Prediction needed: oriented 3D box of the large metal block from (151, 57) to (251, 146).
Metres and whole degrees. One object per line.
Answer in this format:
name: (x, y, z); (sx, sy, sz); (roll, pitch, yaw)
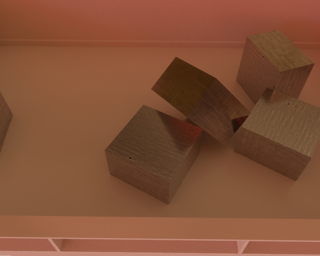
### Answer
large metal block: (0.049, -0.033, 0.376); (0.050, 0.080, 0.080); (-52, 41, 5)

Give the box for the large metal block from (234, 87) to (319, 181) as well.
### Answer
large metal block: (0.150, 0.005, 0.385); (0.080, 0.050, 0.080); (27, 55, 20)

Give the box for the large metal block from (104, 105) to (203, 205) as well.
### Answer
large metal block: (-0.005, 0.029, 0.364); (0.080, 0.050, 0.080); (24, 54, 18)

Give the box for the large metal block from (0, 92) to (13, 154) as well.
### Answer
large metal block: (-0.244, -0.002, 0.389); (0.081, 0.050, 0.080); (-2, 50, -2)

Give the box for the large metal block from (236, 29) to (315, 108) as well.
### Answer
large metal block: (0.156, -0.078, 0.436); (0.050, 0.080, 0.080); (-15, 52, -13)
